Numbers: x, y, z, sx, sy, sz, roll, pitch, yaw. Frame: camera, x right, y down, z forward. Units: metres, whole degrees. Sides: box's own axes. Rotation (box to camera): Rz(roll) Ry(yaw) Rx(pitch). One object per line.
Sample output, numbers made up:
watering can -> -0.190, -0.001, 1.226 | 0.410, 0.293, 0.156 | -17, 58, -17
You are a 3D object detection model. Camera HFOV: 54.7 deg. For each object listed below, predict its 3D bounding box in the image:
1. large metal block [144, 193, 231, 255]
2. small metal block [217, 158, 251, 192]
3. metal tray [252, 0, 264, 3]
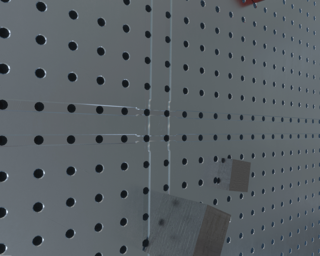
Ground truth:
large metal block -> 0.035, 0.137, 0.403 | 0.050, 0.080, 0.080 | 31, 71, -36
small metal block -> 0.122, 0.078, 0.512 | 0.050, 0.025, 0.050 | 14, 81, -39
metal tray -> 0.161, -0.298, 0.539 | 0.130, 0.030, 0.090 | 38, 67, -33
